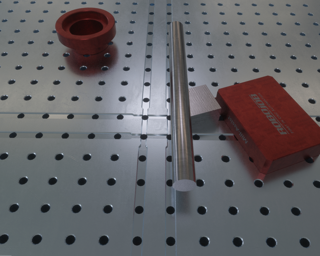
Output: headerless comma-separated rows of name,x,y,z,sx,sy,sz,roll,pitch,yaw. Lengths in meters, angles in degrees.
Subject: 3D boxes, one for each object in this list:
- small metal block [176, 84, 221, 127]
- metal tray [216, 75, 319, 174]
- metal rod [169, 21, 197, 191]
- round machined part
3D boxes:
small metal block,0.050,-0.030,0.434,0.050,0.025,0.050,-15,52,-13
metal tray,0.143,-0.010,0.414,0.091,0.030,0.130,-16,52,-14
metal rod,0.026,-0.054,0.420,0.025,0.025,0.300,0,49,0
round machined part,-0.125,-0.163,0.532,0.099,0.042,0.098,0,50,0
